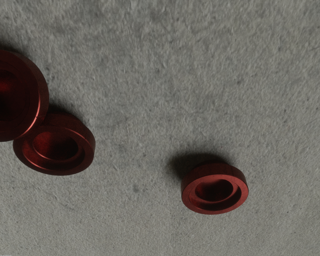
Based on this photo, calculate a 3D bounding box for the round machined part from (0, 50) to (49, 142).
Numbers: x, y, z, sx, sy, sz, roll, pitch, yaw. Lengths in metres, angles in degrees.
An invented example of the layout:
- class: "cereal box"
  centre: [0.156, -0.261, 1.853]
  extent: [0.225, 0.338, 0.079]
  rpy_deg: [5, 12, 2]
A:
- class: "round machined part"
  centre: [-0.169, -0.036, 0.344]
  extent: [0.099, 0.042, 0.097]
  rpy_deg: [1, 99, 7]

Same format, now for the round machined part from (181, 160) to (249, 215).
- class: "round machined part"
  centre: [0.081, 0.086, 0.471]
  extent: [0.099, 0.042, 0.097]
  rpy_deg: [-1, 130, 0]

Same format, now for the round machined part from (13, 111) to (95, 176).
- class: "round machined part"
  centre: [-0.134, 0.016, 0.405]
  extent: [0.099, 0.042, 0.097]
  rpy_deg: [-2, 134, -1]
